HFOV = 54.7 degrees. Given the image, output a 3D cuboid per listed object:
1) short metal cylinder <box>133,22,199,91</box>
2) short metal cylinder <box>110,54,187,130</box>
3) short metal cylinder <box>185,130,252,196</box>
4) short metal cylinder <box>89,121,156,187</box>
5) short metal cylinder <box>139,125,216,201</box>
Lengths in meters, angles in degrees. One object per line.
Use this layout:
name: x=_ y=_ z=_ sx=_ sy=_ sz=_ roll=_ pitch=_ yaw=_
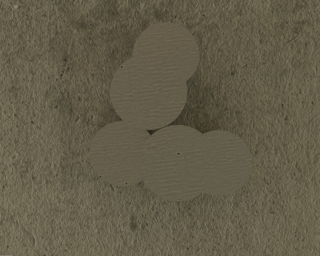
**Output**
short metal cylinder: x=0.007 y=-0.088 z=0.399 sx=0.081 sy=0.050 sz=0.080 roll=0 pitch=90 yaw=0
short metal cylinder: x=-0.012 y=-0.038 z=0.348 sx=0.080 sy=0.050 sz=0.080 roll=0 pitch=90 yaw=0
short metal cylinder: x=0.071 y=0.042 z=0.399 sx=0.081 sy=0.050 sz=0.080 roll=0 pitch=90 yaw=0
short metal cylinder: x=-0.045 y=0.031 z=0.398 sx=0.081 sy=0.050 sz=0.080 roll=0 pitch=90 yaw=0
short metal cylinder: x=0.018 y=0.036 z=0.348 sx=0.081 sy=0.050 sz=0.080 roll=0 pitch=90 yaw=-1
